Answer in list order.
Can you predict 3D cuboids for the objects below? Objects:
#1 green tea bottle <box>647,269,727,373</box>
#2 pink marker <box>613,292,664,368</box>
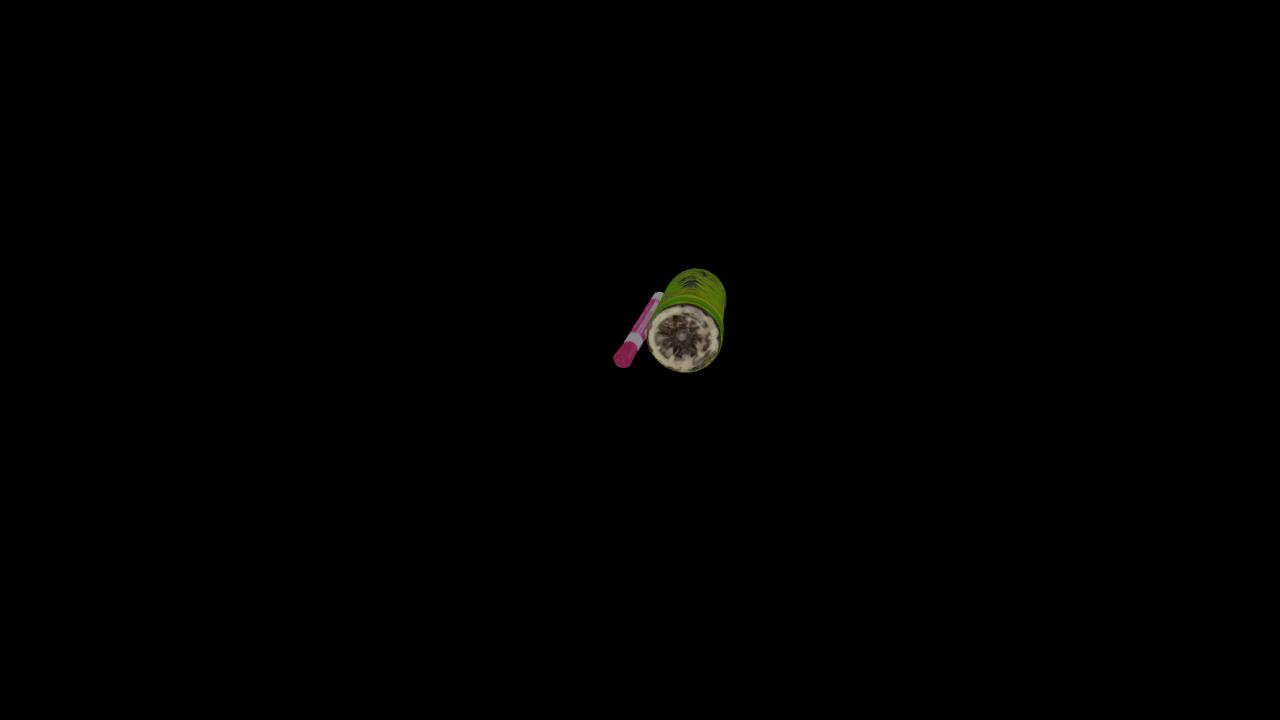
[{"bbox_3d":[0.056,-0.053,0.646,0.073,0.073,0.212,0,18,10],"label":"green tea bottle"},{"bbox_3d":[0.002,-0.032,0.637,0.020,0.020,0.121,0,37,26],"label":"pink marker"}]
